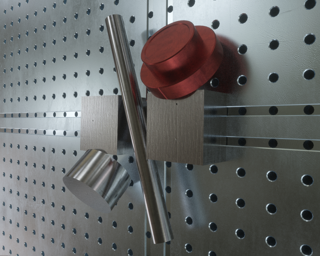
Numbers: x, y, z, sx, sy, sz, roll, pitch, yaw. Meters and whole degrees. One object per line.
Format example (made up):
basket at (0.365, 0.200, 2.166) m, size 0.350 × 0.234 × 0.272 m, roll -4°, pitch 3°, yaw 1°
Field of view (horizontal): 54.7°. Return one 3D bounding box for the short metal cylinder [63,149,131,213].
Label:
short metal cylinder at (-0.088, 0.076, 0.438) m, size 0.080 × 0.050 × 0.080 m, roll 23°, pitch 145°, yaw 18°

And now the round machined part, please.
round machined part at (0.018, -0.083, 0.352) m, size 0.098 × 0.042 × 0.098 m, roll -22°, pitch 44°, yaw 23°

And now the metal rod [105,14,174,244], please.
metal rod at (-0.029, -0.007, 0.400) m, size 0.025 × 0.025 × 0.299 m, roll -22°, pitch 76°, yaw 38°

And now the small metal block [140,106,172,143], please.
small metal block at (-0.011, -0.004, 0.420) m, size 0.050 × 0.025 × 0.050 m, roll 1°, pitch 91°, yaw 40°

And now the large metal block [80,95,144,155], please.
large metal block at (-0.070, -0.005, 0.452) m, size 0.080 × 0.050 × 0.079 m, roll 3°, pitch 92°, yaw 40°

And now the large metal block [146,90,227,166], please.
large metal block at (0.031, -0.001, 0.368) m, size 0.080 × 0.050 × 0.079 m, roll 1°, pitch 91°, yaw 40°
